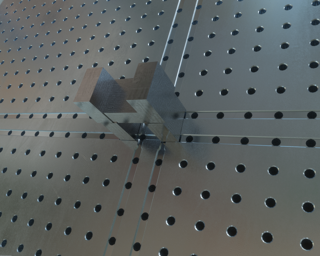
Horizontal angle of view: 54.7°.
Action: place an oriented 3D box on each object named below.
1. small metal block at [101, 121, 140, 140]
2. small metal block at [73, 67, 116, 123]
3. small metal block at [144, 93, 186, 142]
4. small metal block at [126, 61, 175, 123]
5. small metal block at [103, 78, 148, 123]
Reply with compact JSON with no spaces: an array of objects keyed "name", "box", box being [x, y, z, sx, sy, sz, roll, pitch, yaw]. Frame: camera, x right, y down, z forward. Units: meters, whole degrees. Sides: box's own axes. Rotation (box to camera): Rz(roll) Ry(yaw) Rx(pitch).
[{"name":"small metal block","box":[-0.050,-0.017,0.426,0.025,0.050,0.050,1,62,28]},{"name":"small metal block","box":[-0.075,-0.040,0.389,0.025,0.050,0.050,1,62,29]},{"name":"small metal block","box":[0.008,-0.016,0.396,0.025,0.050,0.050,-1,62,28]},{"name":"small metal block","box":[-0.009,-0.040,0.354,0.025,0.050,0.050,1,62,29]},{"name":"small metal block","box":[-0.036,-0.034,0.383,0.050,0.025,0.050,1,62,28]}]
